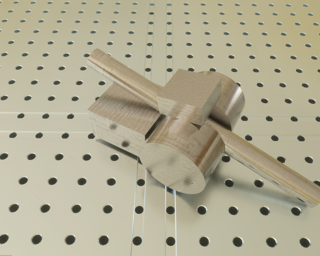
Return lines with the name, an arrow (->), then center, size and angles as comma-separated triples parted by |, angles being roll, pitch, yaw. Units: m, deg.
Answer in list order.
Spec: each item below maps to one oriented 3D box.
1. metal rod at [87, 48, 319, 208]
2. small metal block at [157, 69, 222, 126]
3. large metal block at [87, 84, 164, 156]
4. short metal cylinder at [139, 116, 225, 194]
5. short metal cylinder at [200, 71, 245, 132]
metal rod -> 0.046, -0.004, 0.355 | 0.301, 0.025, 0.025 | 33, 56, 6
small metal block -> 0.032, -0.034, 0.329 | 0.050, 0.025, 0.050 | 18, 52, 25
large metal block -> -0.032, -0.018, 0.398 | 0.080, 0.050, 0.080 | 23, 54, 18
short metal cylinder -> 0.024, 0.028, 0.344 | 0.080, 0.080, 0.050 | 24, 54, 18
short metal cylinder -> 0.059, -0.024, 0.389 | 0.080, 0.080, 0.050 | 22, 54, 17
